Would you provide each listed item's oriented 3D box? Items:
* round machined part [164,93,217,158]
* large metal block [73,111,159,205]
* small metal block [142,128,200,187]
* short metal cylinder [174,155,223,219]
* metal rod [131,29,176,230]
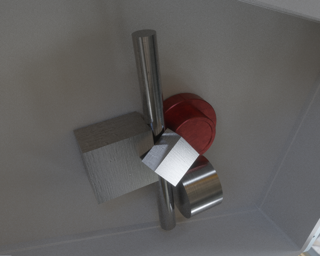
[{"bbox_3d":[0.036,0.005,0.419,0.099,0.042,0.097,-14,125,-21],"label":"round machined part"},{"bbox_3d":[-0.052,0.035,0.382,0.081,0.050,0.079,-19,126,-18],"label":"large metal block"},{"bbox_3d":[0.014,0.036,0.376,0.050,0.025,0.050,-52,137,-6],"label":"small metal block"},{"bbox_3d":[0.047,0.084,0.451,0.050,0.080,0.079,-19,126,-18],"label":"short metal cylinder"},{"bbox_3d":[-0.002,0.026,0.396,0.025,0.025,0.298,-19,126,-18],"label":"metal rod"}]
